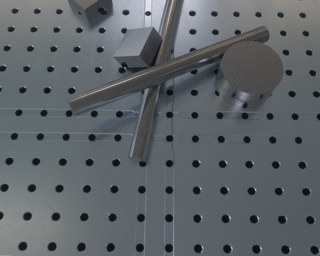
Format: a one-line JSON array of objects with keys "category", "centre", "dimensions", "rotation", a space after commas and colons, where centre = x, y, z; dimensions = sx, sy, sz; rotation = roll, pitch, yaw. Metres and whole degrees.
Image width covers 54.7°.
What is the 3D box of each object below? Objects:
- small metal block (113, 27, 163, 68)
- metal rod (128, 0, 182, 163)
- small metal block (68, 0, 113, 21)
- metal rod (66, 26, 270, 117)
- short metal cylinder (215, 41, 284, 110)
[{"category": "small metal block", "centre": [-0.032, -0.114, 0.441], "dimensions": [0.050, 0.025, 0.050], "rotation": [8, 66, 38]}, {"category": "metal rod", "centre": [0.000, -0.097, 0.447], "dimensions": [0.025, 0.025, 0.299], "rotation": [11, 70, 4]}, {"category": "small metal block", "centre": [-0.112, -0.205, 0.486], "dimensions": [0.050, 0.025, 0.050], "rotation": [-41, 75, -14]}, {"category": "metal rod", "centre": [0.024, -0.083, 0.419], "dimensions": [0.302, 0.025, 0.025], "rotation": [-24, 72, -18]}, {"category": "short metal cylinder", "centre": [0.120, -0.071, 0.425], "dimensions": [0.081, 0.050, 0.080], "rotation": [0, 70, 0]}]
